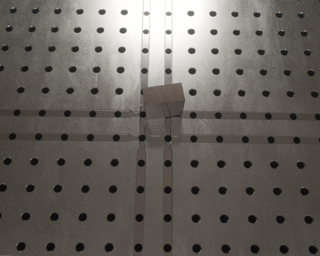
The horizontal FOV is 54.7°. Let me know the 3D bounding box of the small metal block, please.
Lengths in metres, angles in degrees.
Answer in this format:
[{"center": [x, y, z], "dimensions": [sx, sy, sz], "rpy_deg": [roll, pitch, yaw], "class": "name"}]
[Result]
[{"center": [0.004, -0.034, 0.411], "dimensions": [0.050, 0.050, 0.025], "rpy_deg": [-8, 71, -4], "class": "small metal block"}]
